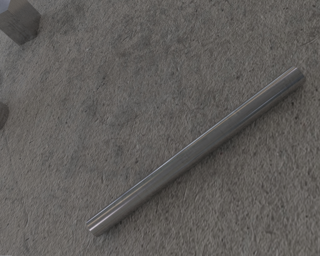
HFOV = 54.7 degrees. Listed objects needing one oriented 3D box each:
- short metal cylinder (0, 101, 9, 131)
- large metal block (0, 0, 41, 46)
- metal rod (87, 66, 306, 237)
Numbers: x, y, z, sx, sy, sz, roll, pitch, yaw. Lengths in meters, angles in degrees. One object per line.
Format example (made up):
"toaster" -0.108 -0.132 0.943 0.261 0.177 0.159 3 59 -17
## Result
"short metal cylinder" -0.333 -0.024 0.577 0.080 0.050 0.080 -13 56 21
"large metal block" -0.317 -0.246 0.685 0.050 0.080 0.080 -18 55 18
"metal rod" 0.040 0.029 0.364 0.300 0.025 0.025 -37 51 3
